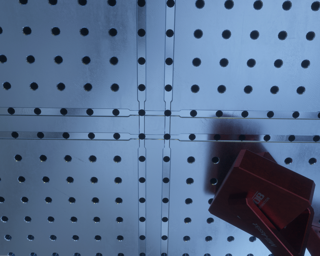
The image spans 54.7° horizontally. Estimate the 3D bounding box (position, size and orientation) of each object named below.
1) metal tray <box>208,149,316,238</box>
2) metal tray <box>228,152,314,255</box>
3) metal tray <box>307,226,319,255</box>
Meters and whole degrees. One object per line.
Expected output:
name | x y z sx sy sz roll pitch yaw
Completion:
metal tray | 0.123 0.091 0.397 0.090 0.030 0.129 26 143 12
metal tray | 0.155 0.108 0.421 0.130 0.090 0.030 48 142 -16
metal tray | 0.291 0.200 0.456 0.131 0.090 0.030 18 109 -7
